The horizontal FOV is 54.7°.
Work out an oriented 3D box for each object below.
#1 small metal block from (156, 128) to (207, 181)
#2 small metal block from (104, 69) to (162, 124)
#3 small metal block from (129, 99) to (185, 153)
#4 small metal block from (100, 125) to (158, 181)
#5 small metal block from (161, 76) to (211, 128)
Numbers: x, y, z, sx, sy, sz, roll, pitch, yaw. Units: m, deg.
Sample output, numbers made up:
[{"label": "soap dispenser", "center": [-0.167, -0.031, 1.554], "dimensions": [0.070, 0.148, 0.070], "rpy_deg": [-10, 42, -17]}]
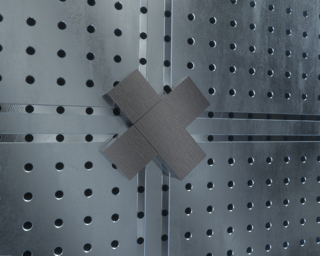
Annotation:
[{"label": "small metal block", "center": [0.027, 0.035, 0.424], "dimensions": [0.050, 0.025, 0.050], "rpy_deg": [-43, 104, -15]}, {"label": "small metal block", "center": [-0.035, -0.040, 0.400], "dimensions": [0.050, 0.025, 0.050], "rpy_deg": [-43, 104, -15]}, {"label": "small metal block", "center": [-0.004, -0.002, 0.411], "dimensions": [0.050, 0.025, 0.050], "rpy_deg": [-43, 104, -15]}, {"label": "small metal block", "center": [-0.040, 0.031, 0.399], "dimensions": [0.050, 0.025, 0.050], "rpy_deg": [-43, 104, -15]}, {"label": "small metal block", "center": [0.032, -0.035, 0.425], "dimensions": [0.050, 0.025, 0.050], "rpy_deg": [-43, 104, -15]}]
